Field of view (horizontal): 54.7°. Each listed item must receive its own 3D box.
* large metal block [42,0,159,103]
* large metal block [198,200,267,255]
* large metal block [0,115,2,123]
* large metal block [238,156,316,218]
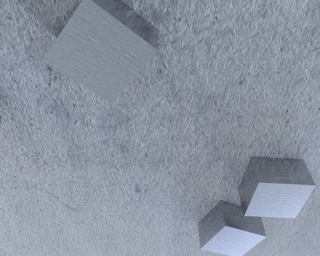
[{"bbox_3d":[-0.058,-0.086,0.317,0.080,0.050,0.080,32,123,-25],"label":"large metal block"},{"bbox_3d":[0.124,0.179,0.545,0.080,0.050,0.079,19,127,-16],"label":"large metal block"},{"bbox_3d":[-0.250,-0.025,0.367,0.081,0.050,0.079,1,130,-1],"label":"large metal block"},{"bbox_3d":[0.172,0.091,0.470,0.081,0.050,0.079,3,130,-3],"label":"large metal block"}]
